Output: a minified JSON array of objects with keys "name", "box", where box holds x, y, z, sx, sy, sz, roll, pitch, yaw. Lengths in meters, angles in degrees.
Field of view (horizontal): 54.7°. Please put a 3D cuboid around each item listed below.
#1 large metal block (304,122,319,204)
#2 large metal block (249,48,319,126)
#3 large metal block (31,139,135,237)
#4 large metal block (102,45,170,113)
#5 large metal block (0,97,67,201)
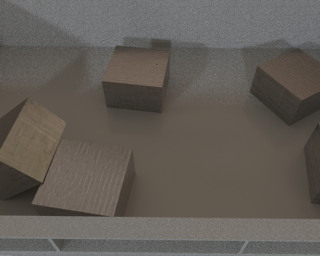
[{"name":"large metal block","box":[0.218,0.045,0.352,0.080,0.050,0.080,9,51,7]},{"name":"large metal block","box":[0.190,-0.060,0.441,0.081,0.050,0.080,-25,54,-20]},{"name":"large metal block","box":[-0.076,0.063,0.335,0.080,0.050,0.080,7,50,6]},{"name":"large metal block","box":[-0.031,-0.072,0.449,0.080,0.050,0.080,7,50,5]},{"name":"large metal block","box":[-0.159,0.025,0.341,0.080,0.050,0.080,-25,40,33]}]
